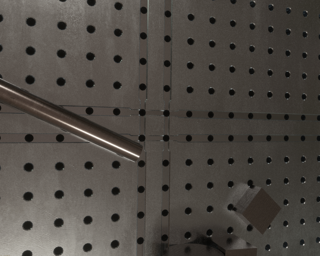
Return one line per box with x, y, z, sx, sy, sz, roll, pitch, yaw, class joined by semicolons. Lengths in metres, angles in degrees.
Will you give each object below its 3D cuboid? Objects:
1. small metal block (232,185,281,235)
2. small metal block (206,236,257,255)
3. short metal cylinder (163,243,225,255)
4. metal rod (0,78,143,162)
0.147;0.123;0.469;0.050;0.025;0.050;45;76;-15;small metal block
0.100;0.174;0.438;0.050;0.050;0.025;5;89;-20;small metal block
0.043;0.189;0.401;0.081;0.080;0.050;1;90;-20;short metal cylinder
-0.156;-0.031;0.354;0.301;0.025;0.025;27;81;-19;metal rod
